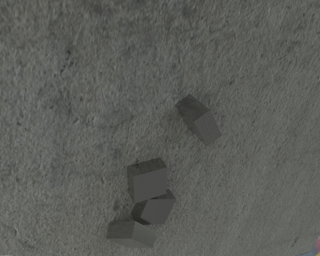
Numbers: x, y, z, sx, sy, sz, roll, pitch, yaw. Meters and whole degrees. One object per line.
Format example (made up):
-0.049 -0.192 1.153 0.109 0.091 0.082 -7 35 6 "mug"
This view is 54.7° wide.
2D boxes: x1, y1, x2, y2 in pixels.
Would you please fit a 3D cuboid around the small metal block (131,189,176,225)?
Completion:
-0.010 0.122 0.478 0.050 0.025 0.050 9 114 -33 "small metal block"

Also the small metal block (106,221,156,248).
-0.043 0.161 0.467 0.050 0.025 0.050 -14 141 34 "small metal block"

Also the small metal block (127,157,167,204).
-0.018 0.075 0.445 0.050 0.025 0.050 -13 124 -22 "small metal block"

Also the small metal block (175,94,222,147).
0.051 -0.011 0.414 0.025 0.050 0.050 -36 130 -4 "small metal block"
